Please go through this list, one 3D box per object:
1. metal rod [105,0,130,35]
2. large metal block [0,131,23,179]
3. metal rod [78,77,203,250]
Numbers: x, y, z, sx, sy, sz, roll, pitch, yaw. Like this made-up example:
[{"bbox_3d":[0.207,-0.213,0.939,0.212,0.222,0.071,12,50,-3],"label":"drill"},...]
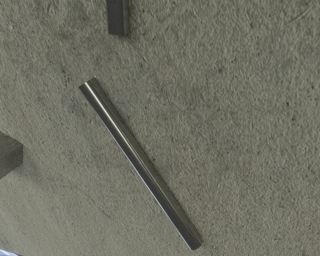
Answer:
[{"bbox_3d":[-0.046,-0.238,0.282,0.025,0.025,0.298,14,124,20],"label":"metal rod"},{"bbox_3d":[-0.311,0.050,0.562,0.080,0.080,0.050,27,128,11],"label":"large metal block"},{"bbox_3d":[-0.022,0.061,0.454,0.025,0.025,0.299,-23,107,36],"label":"metal rod"}]
